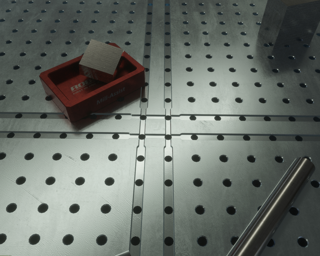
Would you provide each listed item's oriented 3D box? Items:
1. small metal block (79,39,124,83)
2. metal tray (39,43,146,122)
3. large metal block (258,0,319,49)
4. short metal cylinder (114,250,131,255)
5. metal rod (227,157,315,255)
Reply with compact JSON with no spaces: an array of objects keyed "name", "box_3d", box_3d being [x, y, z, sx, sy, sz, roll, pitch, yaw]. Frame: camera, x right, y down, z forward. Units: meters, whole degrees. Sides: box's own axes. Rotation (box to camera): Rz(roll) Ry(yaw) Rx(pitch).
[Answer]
[{"name":"small metal block","box_3d":[-0.086,-0.098,0.460,0.050,0.025,0.050,18,62,-3]},{"name":"metal tray","box_3d":[-0.098,-0.073,0.464,0.131,0.030,0.090,-31,57,-24]},{"name":"large metal block","box_3d":[0.228,-0.192,0.536,0.081,0.080,0.050,-15,52,-13]},{"name":"short metal cylinder","box_3d":[-0.036,0.147,0.248,0.050,0.080,0.080,-17,52,-14]},{"name":"metal rod","box_3d":[0.075,0.131,0.298,0.025,0.025,0.302,34,57,25]}]
